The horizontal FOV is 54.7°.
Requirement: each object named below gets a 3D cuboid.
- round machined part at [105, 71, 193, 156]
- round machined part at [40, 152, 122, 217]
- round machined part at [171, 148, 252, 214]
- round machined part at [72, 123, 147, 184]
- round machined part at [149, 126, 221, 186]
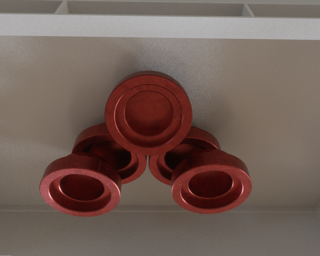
[{"bbox_3d":[-0.013,-0.020,0.366,0.099,0.042,0.097,-1,112,-1],"label":"round machined part"},{"bbox_3d":[-0.098,0.069,0.399,0.099,0.042,0.097,0,130,0],"label":"round machined part"},{"bbox_3d":[0.063,0.064,0.397,0.099,0.042,0.097,0,130,0],"label":"round machined part"},{"bbox_3d":[-0.067,0.031,0.422,0.099,0.042,0.097,0,130,0],"label":"round machined part"},{"bbox_3d":[0.034,0.035,0.426,0.099,0.042,0.097,0,130,0],"label":"round machined part"}]
